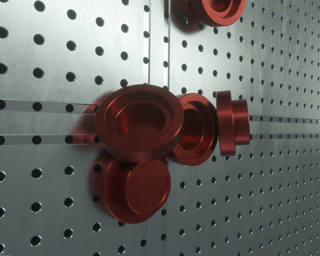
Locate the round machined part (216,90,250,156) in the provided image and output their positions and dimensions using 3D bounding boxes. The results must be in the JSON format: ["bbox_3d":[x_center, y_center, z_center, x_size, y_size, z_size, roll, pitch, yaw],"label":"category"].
[{"bbox_3d":[0.109,-0.007,0.460,0.098,0.042,0.097,-5,91,-78],"label":"round machined part"}]

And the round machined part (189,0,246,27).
[{"bbox_3d":[0.081,-0.201,0.461,0.099,0.042,0.097,-8,103,-35],"label":"round machined part"}]

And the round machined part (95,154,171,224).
[{"bbox_3d":[-0.025,0.068,0.379,0.099,0.042,0.097,0,90,-40],"label":"round machined part"}]

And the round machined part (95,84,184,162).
[{"bbox_3d":[-0.022,-0.002,0.357,0.098,0.098,0.042,-50,154,-29],"label":"round machined part"}]

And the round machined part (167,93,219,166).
[{"bbox_3d":[0.034,0.002,0.429,0.099,0.042,0.097,0,90,-40],"label":"round machined part"}]
